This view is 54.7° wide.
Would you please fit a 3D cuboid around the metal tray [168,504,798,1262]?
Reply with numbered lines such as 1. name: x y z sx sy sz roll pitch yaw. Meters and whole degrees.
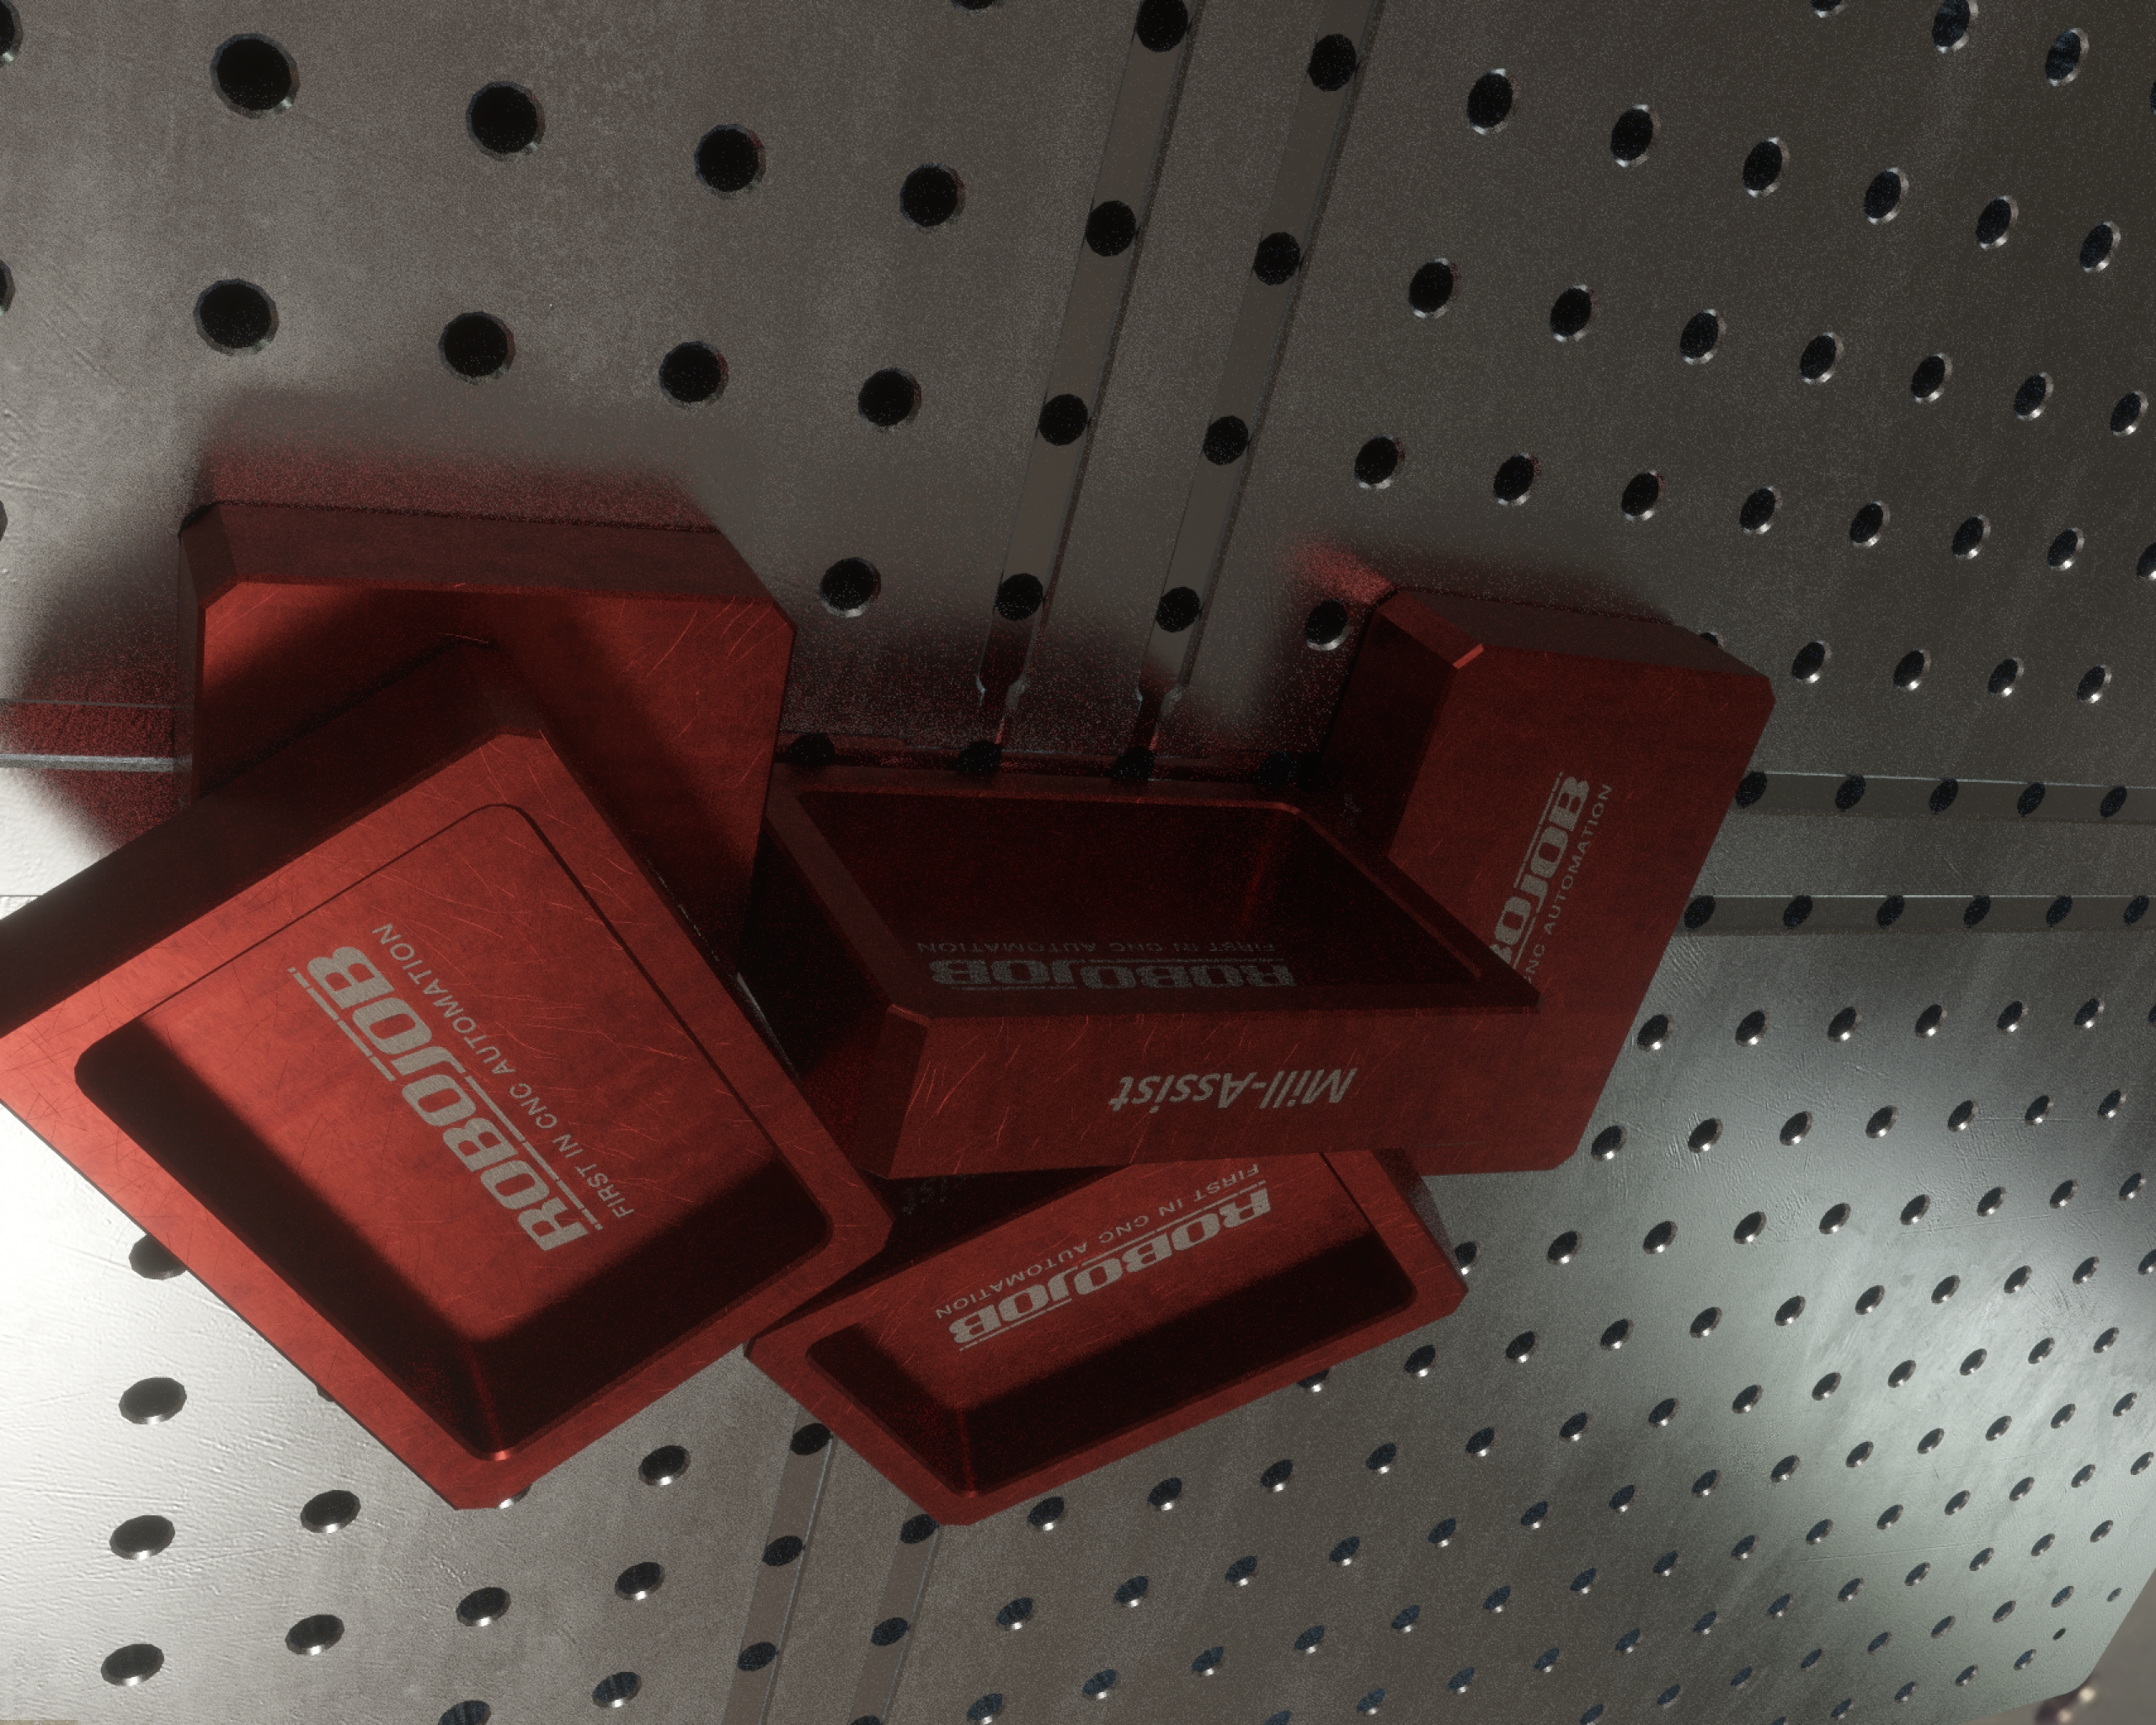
1. metal tray: -0.105 0.007 0.356 0.091 0.030 0.129 -1 120 -28

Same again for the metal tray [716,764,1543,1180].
1. metal tray: 0.008 0.017 0.384 0.131 0.090 0.030 1 118 -30

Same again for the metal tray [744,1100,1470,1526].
1. metal tray: 0.006 0.086 0.442 0.130 0.030 0.090 -26 131 10

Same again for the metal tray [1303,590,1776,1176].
1. metal tray: 0.090 0.009 0.463 0.091 0.030 0.129 3 117 -30

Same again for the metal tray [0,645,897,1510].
1. metal tray: -0.098 0.040 0.339 0.090 0.030 0.130 -33 130 -7
